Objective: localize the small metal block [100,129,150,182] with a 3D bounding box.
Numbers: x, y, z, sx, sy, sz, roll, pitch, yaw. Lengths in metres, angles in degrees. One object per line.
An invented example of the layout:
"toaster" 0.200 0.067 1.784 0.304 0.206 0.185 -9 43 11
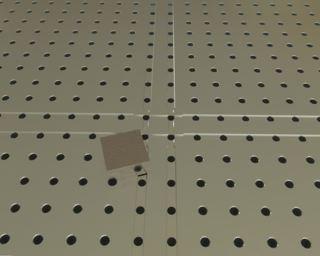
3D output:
"small metal block" -0.043 0.033 0.380 0.050 0.025 0.050 -12 51 -10
